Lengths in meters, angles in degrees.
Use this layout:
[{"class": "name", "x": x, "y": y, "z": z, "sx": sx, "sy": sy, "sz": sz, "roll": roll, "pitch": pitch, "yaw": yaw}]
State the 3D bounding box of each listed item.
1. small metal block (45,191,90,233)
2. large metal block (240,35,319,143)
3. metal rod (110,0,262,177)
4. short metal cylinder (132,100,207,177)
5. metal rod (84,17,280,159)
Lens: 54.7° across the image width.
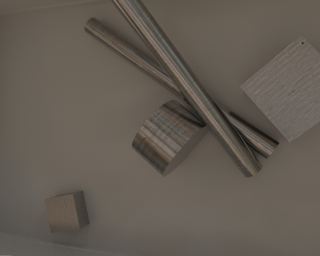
[{"class": "small metal block", "x": -0.137, "y": 0.124, "z": 0.457, "sx": 0.050, "sy": 0.025, "sz": 0.050, "roll": -14, "pitch": 85, "yaw": 19}, {"class": "large metal block", "x": 0.149, "y": -0.040, "z": 0.345, "sx": 0.080, "sy": 0.050, "sz": 0.080, "roll": -41, "pitch": 77, "yaw": 15}, {"class": "metal rod", "x": 0.019, "y": -0.065, "z": 0.339, "sx": 0.025, "sy": 0.025, "sz": 0.300, "roll": -35, "pitch": 102, "yaw": 16}, {"class": "short metal cylinder", "x": 0.012, "y": 0.012, "z": 0.376, "sx": 0.050, "sy": 0.080, "sz": 0.080, "roll": 41, "pitch": 103, "yaw": 15}, {"class": "metal rod", "x": 0.017, "y": -0.060, "z": 0.403, "sx": 0.300, "sy": 0.025, "sz": 0.025, "roll": 37, "pitch": 102, "yaw": 16}]
